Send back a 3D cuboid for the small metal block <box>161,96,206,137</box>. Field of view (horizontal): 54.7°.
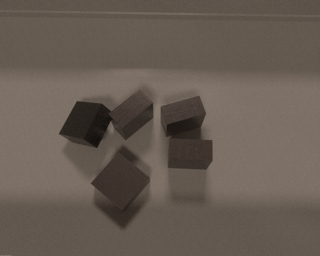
[{"bbox_3d":[0.029,-0.014,0.402,0.050,0.050,0.025,-16,71,-6],"label":"small metal block"}]

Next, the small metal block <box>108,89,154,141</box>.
[{"bbox_3d":[-0.036,-0.016,0.402,0.050,0.050,0.025,-40,76,-14],"label":"small metal block"}]

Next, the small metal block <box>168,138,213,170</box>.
[{"bbox_3d":[0.036,0.033,0.385,0.050,0.050,0.025,3,70,0],"label":"small metal block"}]

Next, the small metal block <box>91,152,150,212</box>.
[{"bbox_3d":[-0.048,0.067,0.384,0.050,0.025,0.050,38,74,12],"label":"small metal block"}]

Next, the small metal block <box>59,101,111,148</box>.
[{"bbox_3d":[-0.094,-0.005,0.398,0.050,0.025,0.050,8,66,38],"label":"small metal block"}]
